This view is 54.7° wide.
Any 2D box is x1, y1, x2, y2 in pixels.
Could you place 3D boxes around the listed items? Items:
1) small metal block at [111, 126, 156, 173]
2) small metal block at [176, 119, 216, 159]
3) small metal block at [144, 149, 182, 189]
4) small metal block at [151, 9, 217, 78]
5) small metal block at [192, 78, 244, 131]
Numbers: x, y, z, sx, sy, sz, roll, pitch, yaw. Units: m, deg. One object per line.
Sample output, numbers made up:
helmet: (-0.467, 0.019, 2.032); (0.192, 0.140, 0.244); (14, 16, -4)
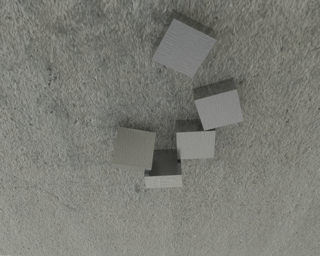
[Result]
small metal block: (-0.035, 0.029, 0.411); (0.050, 0.050, 0.025); (10, 159, -9)
small metal block: (0.048, 0.015, 0.421); (0.050, 0.025, 0.050); (-3, 130, 2)
small metal block: (0.005, 0.057, 0.439); (0.050, 0.050, 0.025); (-3, 130, 2)
small metal block: (0.025, -0.089, 0.331); (0.050, 0.025, 0.050); (21, 127, -17)
small metal block: (0.072, -0.029, 0.384); (0.050, 0.025, 0.050); (-15, 129, 12)
